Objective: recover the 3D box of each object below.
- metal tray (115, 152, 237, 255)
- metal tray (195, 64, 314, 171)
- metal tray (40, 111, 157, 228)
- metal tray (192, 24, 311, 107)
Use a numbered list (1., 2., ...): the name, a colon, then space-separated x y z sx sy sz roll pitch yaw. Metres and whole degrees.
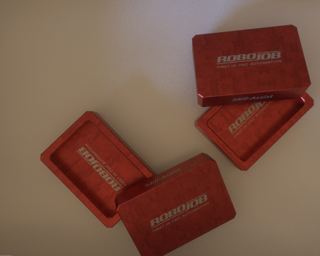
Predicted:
1. metal tray: 0.021 0.099 0.390 0.131 0.030 0.090 -26 107 -7
2. metal tray: 0.122 -0.019 0.410 0.130 0.030 0.090 -44 91 0
3. metal tray: -0.077 0.053 0.407 0.090 0.030 0.130 -44 91 0
4. metal tray: 0.109 -0.078 0.390 0.131 0.030 0.090 -5 69 4
